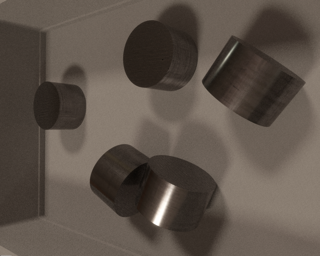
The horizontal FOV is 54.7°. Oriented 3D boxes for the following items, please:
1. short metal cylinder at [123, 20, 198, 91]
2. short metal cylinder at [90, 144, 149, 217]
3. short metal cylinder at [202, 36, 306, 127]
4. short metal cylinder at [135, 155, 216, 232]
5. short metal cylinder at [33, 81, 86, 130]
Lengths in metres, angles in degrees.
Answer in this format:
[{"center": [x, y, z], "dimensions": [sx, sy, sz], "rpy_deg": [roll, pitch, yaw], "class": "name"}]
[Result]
[{"center": [0.000, -0.088, 0.389], "dimensions": [0.080, 0.050, 0.079], "rpy_deg": [0, 90, 39], "class": "short metal cylinder"}, {"center": [-0.043, 0.068, 0.404], "dimensions": [0.050, 0.081, 0.079], "rpy_deg": [30, 109, 35], "class": "short metal cylinder"}, {"center": [0.088, -0.045, 0.297], "dimensions": [0.080, 0.081, 0.050], "rpy_deg": [47, 118, 29], "class": "short metal cylinder"}, {"center": [0.017, 0.072, 0.355], "dimensions": [0.080, 0.081, 0.050], "rpy_deg": [32, 110, 35], "class": "short metal cylinder"}, {"center": [-0.172, -0.037, 0.529], "dimensions": [0.080, 0.050, 0.079], "rpy_deg": [0, 90, 39], "class": "short metal cylinder"}]
